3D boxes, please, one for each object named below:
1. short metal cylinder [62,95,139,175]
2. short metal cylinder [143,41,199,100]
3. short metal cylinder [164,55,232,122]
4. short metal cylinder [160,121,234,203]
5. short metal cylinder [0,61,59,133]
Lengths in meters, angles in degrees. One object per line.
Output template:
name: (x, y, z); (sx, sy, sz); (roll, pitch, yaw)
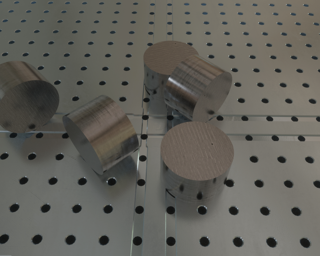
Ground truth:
short metal cylinder: (-0.070, 0.008, 0.365); (0.050, 0.080, 0.080); (-35, 58, -25)
short metal cylinder: (0.017, -0.086, 0.464); (0.081, 0.050, 0.080); (0, 50, 0)
short metal cylinder: (0.051, -0.051, 0.415); (0.050, 0.080, 0.080); (37, 59, 27)
short metal cylinder: (0.041, 0.039, 0.359); (0.081, 0.050, 0.080); (0, 50, 0)
short metal cylinder: (-0.181, -0.040, 0.404); (0.080, 0.080, 0.050); (-35, 58, -25)
